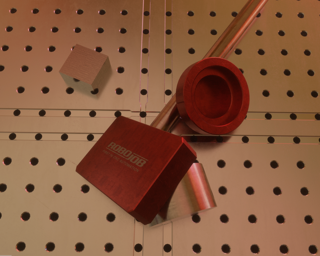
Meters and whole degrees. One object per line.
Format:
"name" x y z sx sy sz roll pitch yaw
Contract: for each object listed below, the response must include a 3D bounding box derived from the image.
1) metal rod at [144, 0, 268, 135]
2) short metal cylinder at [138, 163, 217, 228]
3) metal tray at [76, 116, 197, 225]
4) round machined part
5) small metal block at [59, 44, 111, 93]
"metal rod" 0.074 -0.096 0.447 0.025 0.025 0.300 34 73 11
"short metal cylinder" 0.019 0.078 0.354 0.081 0.080 0.050 -16 71 -6
"metal tray" -0.032 0.039 0.352 0.130 0.030 0.090 19 67 50
"round machined part" 0.064 -0.039 0.404 0.099 0.042 0.097 1 88 -24
"small metal block" -0.106 -0.085 0.442 0.050 0.025 0.050 23 71 7
